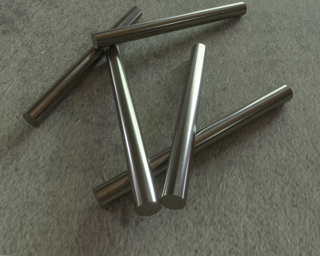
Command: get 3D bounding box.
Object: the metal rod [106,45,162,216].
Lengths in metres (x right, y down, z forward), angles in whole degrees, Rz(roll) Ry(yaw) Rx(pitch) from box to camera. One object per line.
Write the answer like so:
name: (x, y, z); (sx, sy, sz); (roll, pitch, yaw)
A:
metal rod: (-0.044, -0.023, 0.401); (0.025, 0.025, 0.300); (-10, 44, -8)

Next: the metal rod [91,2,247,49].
metal rod: (0.029, -0.183, 0.540); (0.302, 0.025, 0.025); (-20, 53, -23)

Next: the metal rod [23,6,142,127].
metal rod: (-0.108, -0.114, 0.497); (0.025, 0.025, 0.301); (20, 52, 15)

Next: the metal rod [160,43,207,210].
metal rod: (0.039, -0.029, 0.403); (0.025, 0.025, 0.300); (8, 43, 6)

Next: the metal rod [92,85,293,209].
metal rod: (0.057, 0.013, 0.392); (0.302, 0.025, 0.025); (-27, 55, -22)
